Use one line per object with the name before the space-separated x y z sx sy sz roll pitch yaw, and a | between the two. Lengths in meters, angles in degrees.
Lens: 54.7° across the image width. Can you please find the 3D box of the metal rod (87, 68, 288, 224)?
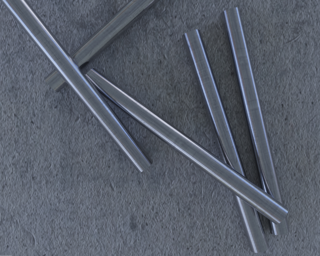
metal rod | 0.028 0.019 0.394 0.300 0.025 0.025 36 90 6

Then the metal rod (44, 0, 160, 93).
metal rod | -0.032 -0.157 0.409 0.300 0.025 0.025 -42 90 0

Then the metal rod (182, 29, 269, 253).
metal rod | 0.087 0.017 0.410 0.025 0.025 0.298 -18 90 0

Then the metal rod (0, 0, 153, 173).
metal rod | -0.109 -0.066 0.385 0.025 0.025 0.300 -37 100 0

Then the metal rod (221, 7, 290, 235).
metal rod | 0.126 -0.009 0.410 0.025 0.025 0.298 -13 90 0
